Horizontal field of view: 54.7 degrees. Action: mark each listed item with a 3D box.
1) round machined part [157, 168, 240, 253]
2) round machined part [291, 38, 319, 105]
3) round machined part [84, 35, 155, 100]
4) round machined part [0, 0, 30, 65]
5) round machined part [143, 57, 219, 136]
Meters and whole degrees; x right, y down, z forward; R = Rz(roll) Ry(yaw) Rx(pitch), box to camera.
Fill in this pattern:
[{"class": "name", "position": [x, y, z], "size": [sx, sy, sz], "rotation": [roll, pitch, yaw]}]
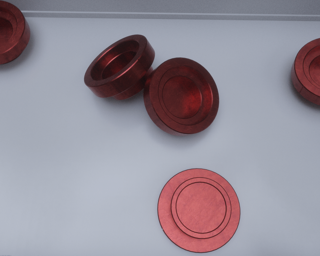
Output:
[{"class": "round machined part", "position": [0.046, 0.095, 0.366], "size": [0.099, 0.042, 0.098], "rotation": [0, 70, 0]}, {"class": "round machined part", "position": [0.231, -0.072, 0.423], "size": [0.098, 0.042, 0.098], "rotation": [-3, 68, 8]}, {"class": "round machined part", "position": [-0.048, -0.075, 0.411], "size": [0.098, 0.042, 0.098], "rotation": [-22, 40, 20]}, {"class": "round machined part", "position": [-0.237, -0.131, 0.446], "size": [0.099, 0.042, 0.098], "rotation": [1, 70, -2]}, {"class": "round machined part", "position": [0.024, -0.038, 0.401], "size": [0.099, 0.042, 0.098], "rotation": [4, 79, -24]}]
